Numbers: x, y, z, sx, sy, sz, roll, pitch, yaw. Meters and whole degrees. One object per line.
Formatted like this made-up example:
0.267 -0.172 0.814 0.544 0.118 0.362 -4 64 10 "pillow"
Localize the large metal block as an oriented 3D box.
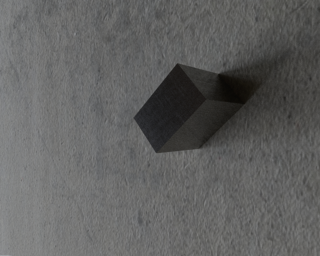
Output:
0.033 -0.019 0.343 0.080 0.081 0.050 -49 61 29 "large metal block"
